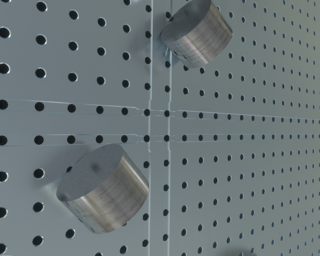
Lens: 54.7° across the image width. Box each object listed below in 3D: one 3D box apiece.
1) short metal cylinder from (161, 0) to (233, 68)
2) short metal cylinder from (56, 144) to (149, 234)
[{"bbox_3d":[0.048,-0.127,0.413,0.050,0.080,0.080,41,65,-33],"label":"short metal cylinder"},{"bbox_3d":[-0.059,0.062,0.324,0.080,0.080,0.050,-48,119,-29],"label":"short metal cylinder"}]
